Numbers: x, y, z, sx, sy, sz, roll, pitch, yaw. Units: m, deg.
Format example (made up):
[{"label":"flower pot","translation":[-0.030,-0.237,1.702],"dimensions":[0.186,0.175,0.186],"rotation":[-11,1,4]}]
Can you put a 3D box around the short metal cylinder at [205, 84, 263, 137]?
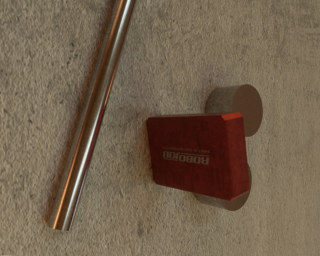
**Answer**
[{"label":"short metal cylinder","translation":[0.117,-0.026,0.486],"dimensions":[0.081,0.050,0.080],"rotation":[0,90,-40]}]

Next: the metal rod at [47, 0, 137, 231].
[{"label":"metal rod","translation":[-0.068,-0.040,0.347],"dimensions":[0.025,0.025,0.299],"rotation":[23,76,-38]}]

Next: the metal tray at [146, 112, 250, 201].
[{"label":"metal tray","translation":[0.039,0.029,0.369],"dimensions":[0.030,0.130,0.089],"rotation":[-12,98,-40]}]

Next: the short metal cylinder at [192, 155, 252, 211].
[{"label":"short metal cylinder","translation":[0.093,0.080,0.467],"dimensions":[0.081,0.050,0.080],"rotation":[0,90,-40]}]
